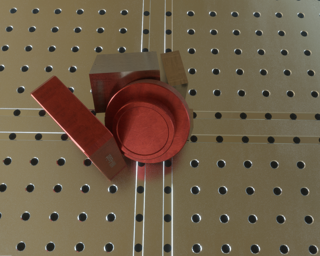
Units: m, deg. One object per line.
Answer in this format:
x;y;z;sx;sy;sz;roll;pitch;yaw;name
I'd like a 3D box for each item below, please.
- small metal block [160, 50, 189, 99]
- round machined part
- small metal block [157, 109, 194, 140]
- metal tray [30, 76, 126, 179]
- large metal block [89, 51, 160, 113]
0.018;-0.069;0.424;0.025;0.050;0.050;-12;71;-5;small metal block
-0.016;-0.003;0.350;0.099;0.042;0.097;3;110;8;round machined part
0.015;-0.004;0.400;0.050;0.050;0.025;1;70;0;small metal block
-0.086;0.007;0.353;0.030;0.130;0.090;-43;76;-13;metal tray
-0.042;-0.062;0.399;0.081;0.050;0.080;-4;29;-2;large metal block
